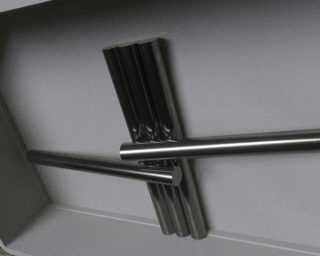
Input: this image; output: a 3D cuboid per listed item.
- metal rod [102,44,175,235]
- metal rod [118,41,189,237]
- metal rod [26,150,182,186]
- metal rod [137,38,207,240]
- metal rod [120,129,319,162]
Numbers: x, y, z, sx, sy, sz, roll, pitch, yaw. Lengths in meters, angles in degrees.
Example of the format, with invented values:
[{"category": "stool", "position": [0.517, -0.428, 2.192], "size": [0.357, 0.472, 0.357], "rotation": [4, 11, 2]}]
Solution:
[{"category": "metal rod", "position": [-0.022, 0.032, 0.437], "size": [0.025, 0.025, 0.298], "rotation": [-2, 118, 28]}, {"category": "metal rod", "position": [0.000, 0.032, 0.425], "size": [0.025, 0.025, 0.298], "rotation": [-2, 118, 28]}, {"category": "metal rod", "position": [-0.104, 0.056, 0.473], "size": [0.300, 0.025, 0.025], "rotation": [2, 120, 33]}, {"category": "metal rod", "position": [0.023, 0.031, 0.413], "size": [0.025, 0.025, 0.298], "rotation": [-2, 118, 28]}, {"category": "metal rod", "position": [0.092, 0.019, 0.347], "size": [0.301, 0.025, 0.025], "rotation": [-5, 116, 23]}]
